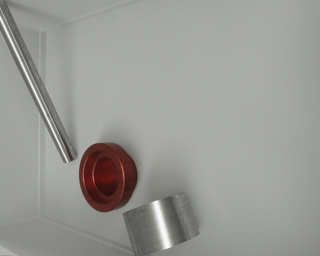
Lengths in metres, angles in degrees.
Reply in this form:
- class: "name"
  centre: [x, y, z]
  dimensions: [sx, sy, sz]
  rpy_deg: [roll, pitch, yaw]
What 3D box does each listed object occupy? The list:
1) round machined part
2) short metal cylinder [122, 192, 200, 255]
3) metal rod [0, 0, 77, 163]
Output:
- class: "round machined part"
  centre: [-0.071, 0.070, 0.452]
  dimensions: [0.098, 0.042, 0.097]
  rpy_deg: [0, 90, 39]
- class: "short metal cylinder"
  centre: [0.001, 0.114, 0.369]
  dimensions: [0.080, 0.081, 0.050]
  rpy_deg: [-30, 72, 36]
- class: "metal rod"
  centre: [-0.201, -0.079, 0.484]
  dimensions: [0.025, 0.025, 0.298]
  rpy_deg: [-2, 116, 40]
